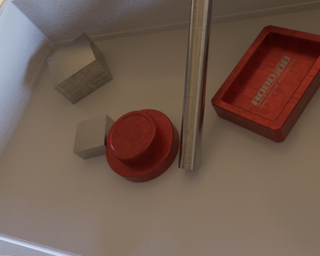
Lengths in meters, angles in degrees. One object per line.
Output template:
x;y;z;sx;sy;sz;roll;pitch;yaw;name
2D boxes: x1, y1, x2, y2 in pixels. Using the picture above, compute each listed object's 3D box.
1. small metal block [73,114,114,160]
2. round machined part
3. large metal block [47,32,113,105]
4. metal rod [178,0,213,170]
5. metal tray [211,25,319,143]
-0.093;0.013;0.445;0.050;0.025;0.050;-14;56;20;small metal block
-0.028;0.017;0.398;0.098;0.042;0.098;-13;56;20;round machined part
-0.135;-0.100;0.520;0.080;0.050;0.080;-32;52;7;large metal block
0.045;-0.102;0.360;0.025;0.025;0.298;5;90;30;metal rod
0.134;-0.057;0.366;0.090;0.030;0.130;29;77;37;metal tray
